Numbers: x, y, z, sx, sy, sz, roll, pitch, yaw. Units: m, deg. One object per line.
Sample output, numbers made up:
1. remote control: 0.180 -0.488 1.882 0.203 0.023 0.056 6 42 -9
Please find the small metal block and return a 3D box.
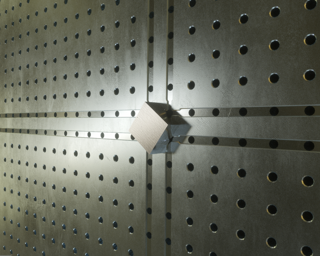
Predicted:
1. small metal block: -0.009 0.000 0.418 0.050 0.025 0.050 46 118 30
